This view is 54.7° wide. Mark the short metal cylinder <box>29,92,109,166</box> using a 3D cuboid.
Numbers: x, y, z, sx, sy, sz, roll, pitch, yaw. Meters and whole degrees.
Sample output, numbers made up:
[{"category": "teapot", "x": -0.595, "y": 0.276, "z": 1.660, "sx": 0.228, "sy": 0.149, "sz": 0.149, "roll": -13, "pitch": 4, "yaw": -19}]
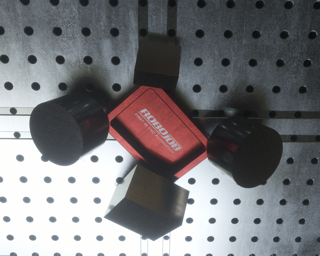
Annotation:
[{"category": "short metal cylinder", "x": -0.112, "y": 0.000, "z": 0.383, "sx": 0.080, "sy": 0.050, "sz": 0.079, "roll": 9, "pitch": 113, "yaw": 24}]

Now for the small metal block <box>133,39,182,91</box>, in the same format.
[{"category": "small metal block", "x": -0.003, "y": -0.075, "z": 0.369, "sx": 0.050, "sy": 0.050, "sz": 0.025, "roll": 9, "pitch": 148, "yaw": -3}]

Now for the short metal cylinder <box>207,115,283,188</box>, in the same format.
[{"category": "short metal cylinder", "x": 0.108, "y": 0.029, "z": 0.395, "sx": 0.081, "sy": 0.050, "sz": 0.079, "roll": -10, "pitch": 113, "yaw": -25}]

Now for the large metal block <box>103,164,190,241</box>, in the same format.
[{"category": "large metal block", "x": -0.019, "y": 0.104, "z": 0.420, "sx": 0.080, "sy": 0.050, "sz": 0.080, "roll": 29, "pitch": 138, "yaw": -11}]

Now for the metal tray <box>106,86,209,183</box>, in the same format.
[{"category": "metal tray", "x": -0.001, "y": 0.006, "z": 0.412, "sx": 0.090, "sy": 0.030, "sz": 0.130, "roll": -40, "pitch": 106, "yaw": 13}]
